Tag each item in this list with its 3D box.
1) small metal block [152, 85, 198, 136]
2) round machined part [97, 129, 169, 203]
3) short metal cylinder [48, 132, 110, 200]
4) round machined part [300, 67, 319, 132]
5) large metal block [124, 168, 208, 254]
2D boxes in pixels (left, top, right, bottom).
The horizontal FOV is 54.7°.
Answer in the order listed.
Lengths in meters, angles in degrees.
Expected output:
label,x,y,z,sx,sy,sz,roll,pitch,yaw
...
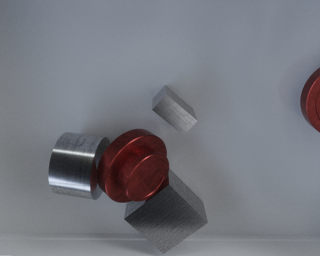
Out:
label,x,y,z,sx,sy,sz,roll,pitch,yaw
small metal block,0.018,-0.024,0.390,0.050,0.050,0.025,39,105,-14
round machined part,-0.027,0.054,0.393,0.099,0.042,0.097,-25,130,-34
short metal cylinder,-0.099,0.048,0.395,0.050,0.080,0.079,7,110,6
round machined part,0.227,-0.039,0.389,0.099,0.042,0.097,1,109,3
large metal block,0.008,0.117,0.441,0.080,0.050,0.080,-40,106,13
